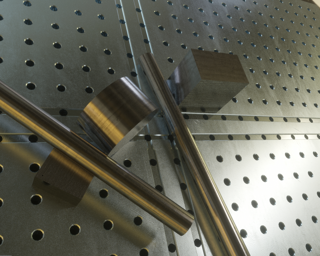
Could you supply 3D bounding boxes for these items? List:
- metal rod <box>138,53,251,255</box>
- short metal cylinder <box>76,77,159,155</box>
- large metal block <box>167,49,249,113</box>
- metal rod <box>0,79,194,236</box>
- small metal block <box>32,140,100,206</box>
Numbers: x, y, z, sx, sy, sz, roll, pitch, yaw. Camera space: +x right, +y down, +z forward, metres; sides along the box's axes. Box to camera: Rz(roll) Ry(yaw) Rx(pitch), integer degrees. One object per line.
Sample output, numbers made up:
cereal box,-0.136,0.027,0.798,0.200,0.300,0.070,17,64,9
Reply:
metal rod,0.037,0.026,0.412,0.025,0.025,0.299,-12,68,-33
short metal cylinder,-0.047,-0.013,0.355,0.050,0.080,0.080,46,51,3
large metal block,0.065,-0.064,0.447,0.081,0.080,0.050,-1,62,-29
metal rod,-0.093,0.015,0.316,0.301,0.025,0.025,36,51,-4
small metal block,-0.097,0.046,0.328,0.050,0.025,0.050,29,52,-10
